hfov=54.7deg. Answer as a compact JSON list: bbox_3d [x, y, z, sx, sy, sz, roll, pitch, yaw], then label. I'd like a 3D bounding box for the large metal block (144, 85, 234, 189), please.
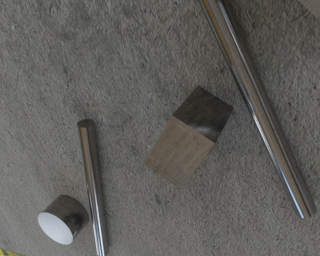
[{"bbox_3d":[0.034,0.009,0.359,0.050,0.080,0.079,34,129,6],"label":"large metal block"}]

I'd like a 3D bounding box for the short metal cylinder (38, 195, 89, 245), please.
[{"bbox_3d":[-0.185,0.177,0.598,0.080,0.050,0.079,13,124,21],"label":"short metal cylinder"}]

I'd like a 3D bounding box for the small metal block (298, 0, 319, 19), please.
[{"bbox_3d":[0.134,-0.130,0.256,0.050,0.025,0.050,43,129,-2],"label":"small metal block"}]

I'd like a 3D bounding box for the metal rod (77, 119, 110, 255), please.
[{"bbox_3d":[-0.112,0.119,0.539,0.025,0.025,0.298,14,124,20],"label":"metal rod"}]

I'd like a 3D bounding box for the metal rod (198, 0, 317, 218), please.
[{"bbox_3d":[0.107,-0.025,0.334,0.025,0.025,0.299,-18,109,35],"label":"metal rod"}]
